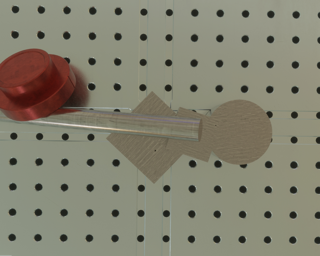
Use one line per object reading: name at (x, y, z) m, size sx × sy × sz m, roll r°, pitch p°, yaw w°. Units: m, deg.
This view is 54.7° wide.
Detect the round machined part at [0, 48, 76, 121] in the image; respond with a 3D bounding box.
round machined part at (-0.157, -0.059, 0.376) m, size 0.098 × 0.042 × 0.098 m, roll -6°, pitch 51°, yaw 8°

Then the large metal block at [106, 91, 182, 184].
large metal block at (-0.008, 0.011, 0.399) m, size 0.080 × 0.050 × 0.080 m, roll 44°, pitch 90°, yaw -1°

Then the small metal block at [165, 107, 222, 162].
small metal block at (0.038, 0.007, 0.362) m, size 0.050 × 0.025 × 0.050 m, roll 19°, pitch 90°, yaw -1°

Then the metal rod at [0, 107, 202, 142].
metal rod at (-0.101, -0.011, 0.368) m, size 0.301 × 0.025 × 0.025 m, roll 5°, pitch 90°, yaw 16°

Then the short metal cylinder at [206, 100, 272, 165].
short metal cylinder at (0.097, 0.005, 0.402) m, size 0.081 × 0.050 × 0.079 m, roll 0°, pitch 90°, yaw -1°
